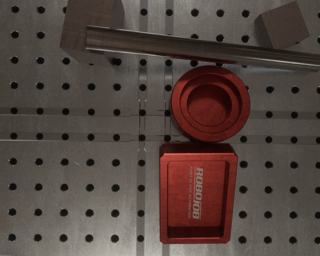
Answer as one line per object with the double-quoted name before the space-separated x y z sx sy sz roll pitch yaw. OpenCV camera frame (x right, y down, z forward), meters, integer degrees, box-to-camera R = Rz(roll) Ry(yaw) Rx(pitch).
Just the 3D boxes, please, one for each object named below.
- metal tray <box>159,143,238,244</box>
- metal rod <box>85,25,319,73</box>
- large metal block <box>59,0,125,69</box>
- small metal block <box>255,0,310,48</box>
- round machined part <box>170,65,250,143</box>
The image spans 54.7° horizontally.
"metal tray" 0.045 0.084 0.389 0.091 0.030 0.129 0 111 -1
"metal rod" 0.066 -0.091 0.372 0.302 0.025 0.025 2 90 -18
"large metal block" -0.080 -0.125 0.385 0.050 0.080 0.080 10 90 0
"small metal block" 0.163 -0.134 0.416 0.050 0.025 0.050 -21 90 -1
"round machined part" 0.062 -0.028 0.400 0.099 0.042 0.097 0 80 -2
